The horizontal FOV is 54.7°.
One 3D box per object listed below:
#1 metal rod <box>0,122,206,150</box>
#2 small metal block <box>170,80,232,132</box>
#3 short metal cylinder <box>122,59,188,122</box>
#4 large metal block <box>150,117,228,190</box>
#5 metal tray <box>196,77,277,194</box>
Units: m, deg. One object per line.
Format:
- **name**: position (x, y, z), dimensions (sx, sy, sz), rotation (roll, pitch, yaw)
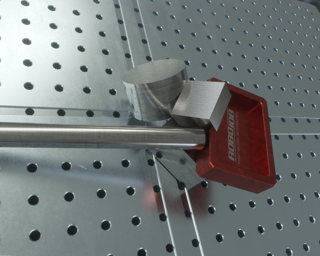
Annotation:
- **metal rod**: position (-0.099, 0.008, 0.313), dimensions (0.302, 0.025, 0.025), rotation (2, 60, -15)
- **small metal block**: position (0.048, -0.027, 0.359), dimensions (0.025, 0.050, 0.050), rotation (50, 58, -46)
- **short metal cylinder**: position (-0.002, -0.050, 0.396), dimensions (0.080, 0.080, 0.050), rotation (-40, 128, -39)
- **large metal block**: position (0.042, 0.019, 0.403), dimensions (0.080, 0.050, 0.080), rotation (46, 51, 3)
- **metal tray**: position (0.093, 0.007, 0.385), dimensions (0.091, 0.030, 0.130), rotation (19, 54, -17)
